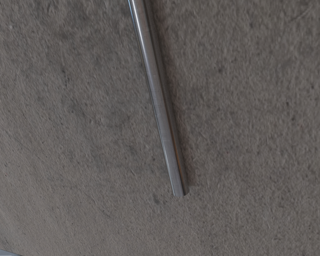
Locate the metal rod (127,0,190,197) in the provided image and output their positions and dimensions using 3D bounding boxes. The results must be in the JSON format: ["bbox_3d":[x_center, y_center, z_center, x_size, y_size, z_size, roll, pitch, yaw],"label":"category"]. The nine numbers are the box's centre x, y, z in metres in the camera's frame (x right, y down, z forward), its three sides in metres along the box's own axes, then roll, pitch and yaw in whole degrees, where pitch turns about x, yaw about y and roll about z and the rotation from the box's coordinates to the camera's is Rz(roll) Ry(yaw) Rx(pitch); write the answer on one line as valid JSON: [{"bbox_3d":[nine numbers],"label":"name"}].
[{"bbox_3d":[0.000,-0.040,0.380,0.025,0.025,0.298,1,119,27],"label":"metal rod"}]
